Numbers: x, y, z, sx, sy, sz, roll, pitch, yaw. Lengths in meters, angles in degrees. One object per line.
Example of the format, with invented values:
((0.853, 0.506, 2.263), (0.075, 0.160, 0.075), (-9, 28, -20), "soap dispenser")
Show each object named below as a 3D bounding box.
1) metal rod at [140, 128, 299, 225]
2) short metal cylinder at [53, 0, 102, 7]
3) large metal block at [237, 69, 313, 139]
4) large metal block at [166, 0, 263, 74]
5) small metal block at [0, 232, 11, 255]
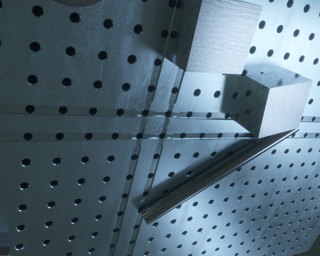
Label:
((0.104, 0.068, 0.512), (0.301, 0.025, 0.025), (-30, 129, -10), "metal rod")
((-0.077, -0.149, 0.262), (0.081, 0.050, 0.079), (-14, 125, -21), "short metal cylinder")
((0.171, -0.038, 0.468), (0.081, 0.050, 0.079), (-12, 124, -22), "large metal block")
((0.061, -0.111, 0.362), (0.081, 0.050, 0.079), (-3, 120, -27), "large metal block")
((-0.222, 0.159, 0.389), (0.050, 0.025, 0.050), (11, 113, -34), "small metal block")
